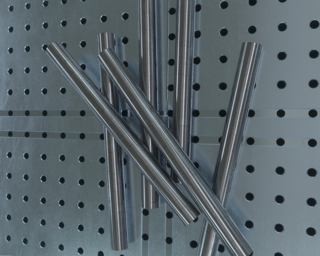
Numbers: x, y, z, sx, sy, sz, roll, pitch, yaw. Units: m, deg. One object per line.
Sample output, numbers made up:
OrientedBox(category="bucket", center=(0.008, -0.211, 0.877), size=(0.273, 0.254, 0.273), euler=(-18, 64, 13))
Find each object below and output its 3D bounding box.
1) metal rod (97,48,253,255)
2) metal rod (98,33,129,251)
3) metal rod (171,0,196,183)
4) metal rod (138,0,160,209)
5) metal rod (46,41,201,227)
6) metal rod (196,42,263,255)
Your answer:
OrientedBox(category="metal rod", center=(0.012, 0.023, 0.381), size=(0.025, 0.025, 0.299), euler=(-38, 78, 16))
OrientedBox(category="metal rod", center=(-0.066, 0.018, 0.436), size=(0.025, 0.025, 0.298), euler=(-4, 89, 20))
OrientedBox(category="metal rod", center=(0.031, -0.080, 0.401), size=(0.025, 0.025, 0.298), euler=(2, 91, 20))
OrientedBox(category="metal rod", center=(-0.015, -0.044, 0.418), size=(0.025, 0.025, 0.298), euler=(-1, 90, 20))
OrientedBox(category="metal rod", center=(-0.055, -0.001, 0.404), size=(0.025, 0.025, 0.300), euler=(-44, 77, 15))
OrientedBox(category="metal rod", center=(0.082, 0.046, 0.383), size=(0.025, 0.025, 0.298), euler=(13, 94, 19))
